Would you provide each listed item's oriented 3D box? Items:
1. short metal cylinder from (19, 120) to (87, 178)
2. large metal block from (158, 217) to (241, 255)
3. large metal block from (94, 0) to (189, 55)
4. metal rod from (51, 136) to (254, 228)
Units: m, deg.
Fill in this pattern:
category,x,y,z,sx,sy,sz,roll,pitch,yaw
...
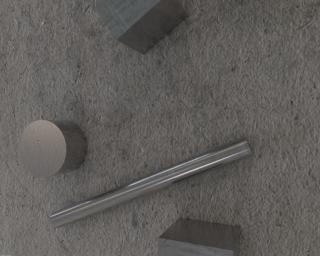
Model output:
category,x,y,z,sx,sy,sz,roll,pitch,yaw
short metal cylinder,-0.154,0.029,0.450,0.080,0.050,0.080,0,90,20
large metal block,0.049,0.146,0.363,0.080,0.080,0.050,3,91,20
large metal block,-0.019,-0.145,0.387,0.080,0.080,0.050,-37,78,16
metal rod,-0.024,0.079,0.417,0.300,0.025,0.025,-24,82,18
